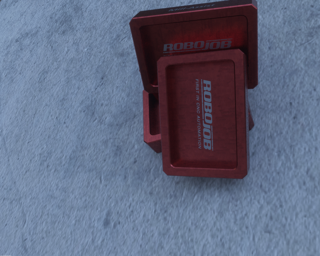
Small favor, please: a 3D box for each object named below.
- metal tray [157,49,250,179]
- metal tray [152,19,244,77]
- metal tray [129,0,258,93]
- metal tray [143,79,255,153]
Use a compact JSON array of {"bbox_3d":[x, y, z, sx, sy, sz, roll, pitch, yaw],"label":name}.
[{"bbox_3d":[0.047,-0.014,0.333,0.090,0.030,0.129,-1,97,21],"label":"metal tray"},{"bbox_3d":[0.045,-0.101,0.413,0.130,0.030,0.090,-14,30,21],"label":"metal tray"},{"bbox_3d":[0.040,-0.087,0.343,0.130,0.089,0.030,-1,34,17],"label":"metal tray"},{"bbox_3d":[0.043,-0.027,0.393,0.130,0.030,0.090,-16,55,19],"label":"metal tray"}]
